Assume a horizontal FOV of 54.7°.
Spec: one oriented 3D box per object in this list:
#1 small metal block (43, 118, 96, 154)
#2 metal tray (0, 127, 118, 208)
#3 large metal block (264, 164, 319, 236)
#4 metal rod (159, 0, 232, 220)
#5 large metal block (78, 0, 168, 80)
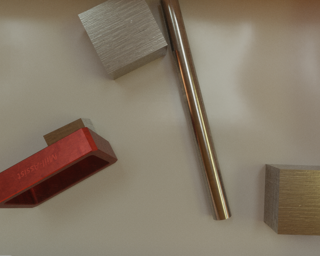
[{"bbox_3d":[-0.113,0.010,0.397,0.050,0.050,0.025,-26,90,0],"label":"small metal block"},{"bbox_3d":[-0.125,0.052,0.374,0.130,0.090,0.030,-29,74,0],"label":"metal tray"},{"bbox_3d":[0.185,0.091,0.401,0.081,0.050,0.079,2,90,-1],"label":"large metal block"},{"bbox_3d":[0.047,-0.027,0.412,0.025,0.025,0.298,-14,90,0],"label":"metal rod"},{"bbox_3d":[-0.045,-0.119,0.398,0.080,0.050,0.080,-27,90,-1],"label":"large metal block"}]
